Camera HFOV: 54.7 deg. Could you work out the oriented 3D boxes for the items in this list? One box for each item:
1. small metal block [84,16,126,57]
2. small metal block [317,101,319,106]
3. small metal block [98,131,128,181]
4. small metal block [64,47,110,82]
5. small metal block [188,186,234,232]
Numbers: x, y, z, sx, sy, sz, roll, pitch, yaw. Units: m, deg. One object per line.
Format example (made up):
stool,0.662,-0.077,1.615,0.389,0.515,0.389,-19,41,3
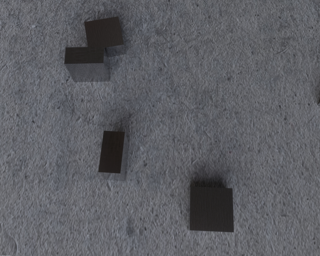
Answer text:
small metal block,-0.081,-0.132,0.456,0.050,0.025,0.050,-11,70,-4
small metal block,0.256,-0.041,0.425,0.050,0.025,0.050,35,74,12
small metal block,-0.056,0.036,0.381,0.025,0.050,0.050,4,70,1
small metal block,-0.098,-0.086,0.425,0.050,0.050,0.025,-1,70,-1
small metal block,0.060,0.098,0.372,0.050,0.025,0.050,3,70,1
